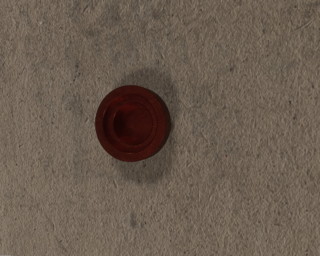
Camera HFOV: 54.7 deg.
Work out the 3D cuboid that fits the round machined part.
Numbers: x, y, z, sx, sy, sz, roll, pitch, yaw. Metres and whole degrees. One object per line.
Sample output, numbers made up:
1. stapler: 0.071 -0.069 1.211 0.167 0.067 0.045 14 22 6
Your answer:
1. round machined part: -0.032 -0.006 0.410 0.098 0.042 0.097 0 90 19
